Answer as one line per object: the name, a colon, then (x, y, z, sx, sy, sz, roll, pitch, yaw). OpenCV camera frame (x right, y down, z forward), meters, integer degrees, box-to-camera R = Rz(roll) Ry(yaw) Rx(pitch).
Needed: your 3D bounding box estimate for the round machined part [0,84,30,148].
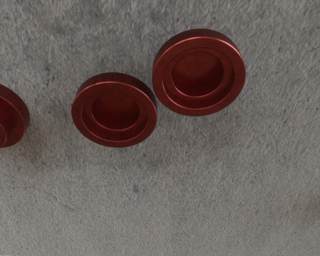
round machined part: (-0.220, -0.009, 0.385, 0.099, 0.042, 0.097, -1, 130, 0)

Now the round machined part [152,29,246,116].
round machined part: (0.041, -0.063, 0.343, 0.099, 0.042, 0.097, -1, 130, 0)

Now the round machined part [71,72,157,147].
round machined part: (-0.053, -0.025, 0.374, 0.099, 0.042, 0.097, -1, 130, 0)
